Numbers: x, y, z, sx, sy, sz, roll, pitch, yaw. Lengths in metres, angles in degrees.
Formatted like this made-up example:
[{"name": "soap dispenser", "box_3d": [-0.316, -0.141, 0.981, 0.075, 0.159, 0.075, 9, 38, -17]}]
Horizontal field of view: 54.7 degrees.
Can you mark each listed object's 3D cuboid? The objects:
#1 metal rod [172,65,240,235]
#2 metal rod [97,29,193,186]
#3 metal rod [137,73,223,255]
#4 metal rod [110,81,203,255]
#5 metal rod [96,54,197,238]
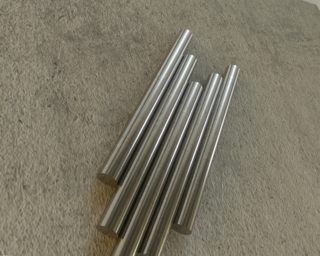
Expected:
[{"name": "metal rod", "box_3d": [0.075, 0.008, 0.442, 0.025, 0.025, 0.301, 32, 52, -8]}, {"name": "metal rod", "box_3d": [-0.007, -0.050, 0.433, 0.025, 0.025, 0.301, 32, 52, -8]}, {"name": "metal rod", "box_3d": [0.038, 0.028, 0.410, 0.025, 0.025, 0.301, 32, 52, -8]}, {"name": "metal rod", "box_3d": [0.003, 0.045, 0.381, 0.025, 0.025, 0.301, 32, 51, -8]}, {"name": "metal rod", "box_3d": [-0.003, -0.002, 0.406, 0.025, 0.025, 0.301, 32, 51, -8]}]
